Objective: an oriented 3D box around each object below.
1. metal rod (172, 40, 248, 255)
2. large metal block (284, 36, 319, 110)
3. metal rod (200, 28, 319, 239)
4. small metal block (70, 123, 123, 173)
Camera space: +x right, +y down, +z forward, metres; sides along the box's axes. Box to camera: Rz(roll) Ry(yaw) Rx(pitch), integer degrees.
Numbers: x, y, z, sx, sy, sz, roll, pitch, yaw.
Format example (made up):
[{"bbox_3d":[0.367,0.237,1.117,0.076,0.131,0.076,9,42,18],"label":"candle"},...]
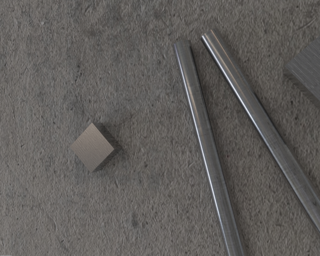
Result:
[{"bbox_3d":[0.064,0.036,0.386,0.025,0.025,0.298,-16,85,19],"label":"metal rod"},{"bbox_3d":[0.192,-0.061,0.328,0.080,0.050,0.080,-43,77,15],"label":"large metal block"},{"bbox_3d":[0.132,0.013,0.362,0.025,0.025,0.299,-31,80,17],"label":"metal rod"},{"bbox_3d":[-0.091,0.027,0.441,0.050,0.025,0.050,-45,76,14],"label":"small metal block"}]
